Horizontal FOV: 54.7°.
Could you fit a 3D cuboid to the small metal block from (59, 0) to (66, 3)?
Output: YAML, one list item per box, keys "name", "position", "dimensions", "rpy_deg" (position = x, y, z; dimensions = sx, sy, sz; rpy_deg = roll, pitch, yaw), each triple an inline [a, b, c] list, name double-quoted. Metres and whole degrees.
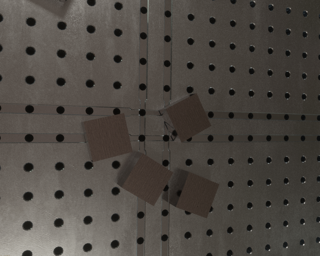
- name: "small metal block"
  position: [-0.126, -0.187, 0.366]
  dimensions: [0.050, 0.025, 0.050]
  rpy_deg: [25, 82, -19]

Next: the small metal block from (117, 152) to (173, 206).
- name: "small metal block"
  position: [-0.019, 0.066, 0.407]
  dimensions: [0.050, 0.025, 0.050]
  rpy_deg: [35, 79, -17]

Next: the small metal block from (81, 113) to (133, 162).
- name: "small metal block"
  position: [-0.067, 0.011, 0.389]
  dimensions: [0.050, 0.025, 0.050]
  rpy_deg: [-14, 95, -20]

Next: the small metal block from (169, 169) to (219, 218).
- name: "small metal block"
  position: [0.048, 0.091, 0.432]
  dimensions: [0.050, 0.025, 0.050]
  rpy_deg: [24, 82, -19]

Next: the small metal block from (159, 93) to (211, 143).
- name: "small metal block"
  position: [0.035, -0.014, 0.427]
  dimensions: [0.050, 0.025, 0.050]
  rpy_deg: [-28, 100, -18]
